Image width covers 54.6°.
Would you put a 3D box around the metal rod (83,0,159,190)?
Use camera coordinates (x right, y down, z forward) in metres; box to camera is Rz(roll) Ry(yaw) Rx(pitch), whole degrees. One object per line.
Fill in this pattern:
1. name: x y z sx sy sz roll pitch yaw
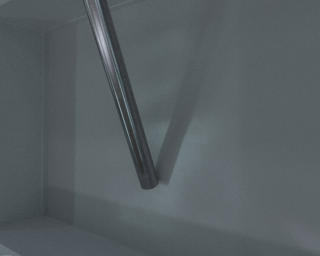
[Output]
1. metal rod: -0.049 -0.058 0.369 0.025 0.025 0.298 4 118 40
